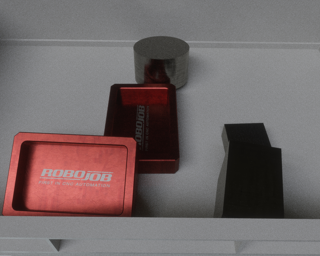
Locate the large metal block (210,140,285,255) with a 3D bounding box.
[{"bbox_3d":[0.085,0.071,0.311,0.050,0.080,0.080,10,51,8],"label":"large metal block"}]

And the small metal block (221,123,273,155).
[{"bbox_3d":[0.108,0.021,0.389,0.050,0.025,0.050,-2,50,-2],"label":"small metal block"}]

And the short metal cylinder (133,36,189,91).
[{"bbox_3d":[0.002,-0.097,0.461,0.081,0.050,0.080,0,39,0],"label":"short metal cylinder"}]

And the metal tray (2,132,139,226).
[{"bbox_3d":[-0.091,0.053,0.331,0.131,0.030,0.090,3,77,1],"label":"metal tray"}]

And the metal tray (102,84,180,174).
[{"bbox_3d":[-0.023,-0.003,0.404,0.091,0.030,0.130,0,50,-1],"label":"metal tray"}]
